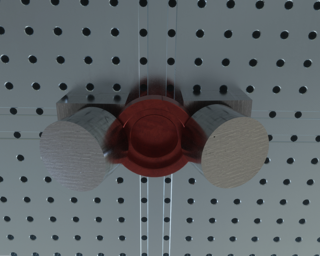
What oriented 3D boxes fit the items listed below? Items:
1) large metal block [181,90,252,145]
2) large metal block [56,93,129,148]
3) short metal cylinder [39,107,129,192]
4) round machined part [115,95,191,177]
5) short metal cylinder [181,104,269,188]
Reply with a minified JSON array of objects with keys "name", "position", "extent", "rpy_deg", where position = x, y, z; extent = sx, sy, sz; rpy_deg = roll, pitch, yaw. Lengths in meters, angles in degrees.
[{"name":"large metal block","position":[0.068,-0.004,0.399],"extent":[0.080,0.050,0.079],"rpy_deg":[-1,110,0]},{"name":"large metal block","position":[-0.082,0.000,0.399],"extent":[0.081,0.050,0.079],"rpy_deg":[1,110,-1]},{"name":"short metal cylinder","position":[-0.082,0.022,0.340],"extent":[0.080,0.050,0.079],"rpy_deg":[8,113,20]},{"name":"round machined part","position":[-0.007,0.007,0.375],"extent":[0.099,0.042,0.097],"rpy_deg":[0,110,0]},{"name":"short metal cylinder","position":[0.070,0.019,0.340],"extent":[0.081,0.050,0.079],"rpy_deg":[-7,111,-19]}]
